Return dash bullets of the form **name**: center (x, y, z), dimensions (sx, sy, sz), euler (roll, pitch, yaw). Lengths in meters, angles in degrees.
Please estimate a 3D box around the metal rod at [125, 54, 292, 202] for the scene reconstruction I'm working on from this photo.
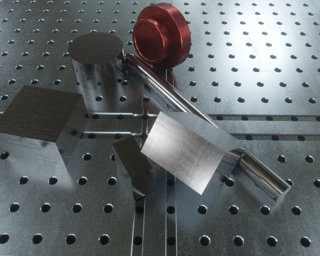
- **metal rod**: center (0.046, -0.017, 0.421), dimensions (0.025, 0.025, 0.300), euler (-31, 57, -23)

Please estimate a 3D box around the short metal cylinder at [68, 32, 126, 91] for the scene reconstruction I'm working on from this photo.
- **short metal cylinder**: center (-0.095, -0.103, 0.478), dimensions (0.081, 0.050, 0.080), euler (0, 50, 0)

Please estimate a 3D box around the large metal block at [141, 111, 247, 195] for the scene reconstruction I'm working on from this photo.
- **large metal block**: center (0.040, 0.023, 0.346), dimensions (0.080, 0.050, 0.080), euler (33, 17, 24)

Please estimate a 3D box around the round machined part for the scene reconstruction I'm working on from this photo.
- **round machined part**: center (-0.004, -0.135, 0.470), dimensions (0.098, 0.097, 0.042), euler (37, 49, 27)

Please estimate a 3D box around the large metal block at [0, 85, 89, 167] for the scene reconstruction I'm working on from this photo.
- **large metal block**: center (-0.147, -0.004, 0.394), dimensions (0.080, 0.050, 0.080), euler (10, 51, 8)

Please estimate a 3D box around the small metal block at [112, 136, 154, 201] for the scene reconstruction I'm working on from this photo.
- **small metal block**: center (-0.030, 0.046, 0.352), dimensions (0.025, 0.050, 0.050), euler (-23, 54, -18)
